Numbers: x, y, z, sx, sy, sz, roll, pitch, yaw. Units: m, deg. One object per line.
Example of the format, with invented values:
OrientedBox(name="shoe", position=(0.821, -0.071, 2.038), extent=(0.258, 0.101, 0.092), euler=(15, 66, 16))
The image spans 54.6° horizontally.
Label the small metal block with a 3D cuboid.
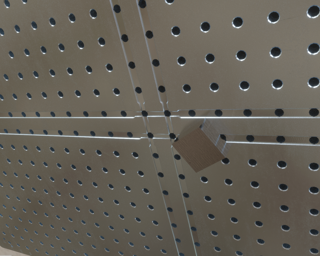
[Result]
OrientedBox(name="small metal block", position=(0.052, 0.023, 0.398), extent=(0.050, 0.025, 0.050), euler=(49, 129, -7))
